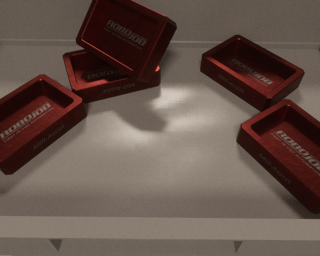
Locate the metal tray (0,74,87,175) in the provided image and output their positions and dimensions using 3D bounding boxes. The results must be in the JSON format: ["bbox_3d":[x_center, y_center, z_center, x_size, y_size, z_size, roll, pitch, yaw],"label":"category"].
[{"bbox_3d":[-0.175,-0.011,0.408,0.090,0.030,0.131,32,56,23],"label":"metal tray"}]

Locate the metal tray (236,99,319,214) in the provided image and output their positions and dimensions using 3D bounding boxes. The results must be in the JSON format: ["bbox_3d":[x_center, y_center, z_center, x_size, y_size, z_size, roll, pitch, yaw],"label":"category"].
[{"bbox_3d":[0.172,0.028,0.380,0.091,0.030,0.130,-27,56,-22],"label":"metal tray"}]

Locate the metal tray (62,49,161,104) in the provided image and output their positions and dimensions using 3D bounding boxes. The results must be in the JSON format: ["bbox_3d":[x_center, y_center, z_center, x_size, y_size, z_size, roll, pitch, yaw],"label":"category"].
[{"bbox_3d":[-0.074,-0.090,0.476,0.131,0.030,0.090,-15,52,-13],"label":"metal tray"}]

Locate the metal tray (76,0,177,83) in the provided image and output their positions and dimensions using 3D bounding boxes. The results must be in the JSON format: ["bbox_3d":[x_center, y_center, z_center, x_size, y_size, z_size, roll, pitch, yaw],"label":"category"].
[{"bbox_3d":[-0.051,-0.132,0.436,0.130,0.090,0.030,34,15,24],"label":"metal tray"}]

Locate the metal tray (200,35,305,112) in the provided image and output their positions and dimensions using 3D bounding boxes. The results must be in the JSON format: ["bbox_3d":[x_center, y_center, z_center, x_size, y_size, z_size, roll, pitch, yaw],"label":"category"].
[{"bbox_3d":[0.139,-0.089,0.477,0.091,0.030,0.130,-34,58,-26],"label":"metal tray"}]
